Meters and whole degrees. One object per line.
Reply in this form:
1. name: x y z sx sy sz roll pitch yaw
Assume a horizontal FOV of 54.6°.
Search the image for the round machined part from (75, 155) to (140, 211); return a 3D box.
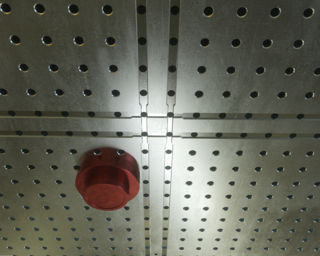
1. round machined part: -0.081 0.090 0.477 0.099 0.042 0.097 0 130 0
